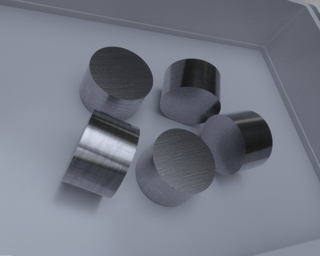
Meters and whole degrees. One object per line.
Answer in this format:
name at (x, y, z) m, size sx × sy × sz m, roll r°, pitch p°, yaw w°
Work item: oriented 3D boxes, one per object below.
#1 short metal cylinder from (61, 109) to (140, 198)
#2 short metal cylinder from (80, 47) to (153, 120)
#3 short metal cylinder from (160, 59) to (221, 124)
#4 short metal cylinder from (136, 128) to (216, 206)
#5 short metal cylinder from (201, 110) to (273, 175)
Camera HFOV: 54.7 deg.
short metal cylinder at (-0.061, 0.026, 0.320) m, size 0.050 × 0.080 × 0.080 m, roll 24°, pitch 53°, yaw -14°
short metal cylinder at (-0.056, -0.055, 0.392) m, size 0.081 × 0.050 × 0.080 m, roll 14°, pitch 56°, yaw -21°
short metal cylinder at (0.043, -0.048, 0.424) m, size 0.080 × 0.080 × 0.050 m, roll 20°, pitch 54°, yaw -17°
short metal cylinder at (0.018, 0.047, 0.370) m, size 0.081 × 0.050 × 0.080 m, roll 14°, pitch 56°, yaw -21°
short metal cylinder at (0.100, 0.018, 0.413) m, size 0.050 × 0.080 × 0.080 m, roll -9°, pitch 67°, yaw -33°
